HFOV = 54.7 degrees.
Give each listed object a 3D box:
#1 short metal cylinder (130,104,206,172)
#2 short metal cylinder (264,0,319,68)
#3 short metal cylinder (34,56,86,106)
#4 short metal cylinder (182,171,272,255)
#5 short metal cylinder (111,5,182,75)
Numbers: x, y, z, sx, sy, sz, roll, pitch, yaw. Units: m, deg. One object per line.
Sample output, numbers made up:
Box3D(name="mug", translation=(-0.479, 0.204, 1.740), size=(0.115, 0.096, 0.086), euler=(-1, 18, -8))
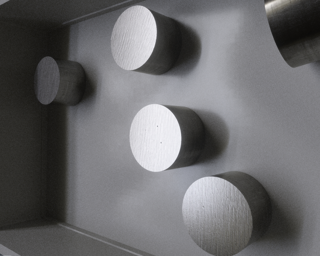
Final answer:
Box3D(name="short metal cylinder", translation=(0.009, 0.012, 0.384), size=(0.080, 0.050, 0.080), euler=(0, 90, 40))
Box3D(name="short metal cylinder", translation=(0.130, -0.097, 0.264), size=(0.050, 0.081, 0.080), euler=(-14, 81, 39))
Box3D(name="short metal cylinder", translation=(-0.173, -0.079, 0.534), size=(0.080, 0.050, 0.080), euler=(0, 90, 40))
Box3D(name="short metal cylinder", translation=(0.071, 0.089, 0.332), size=(0.080, 0.050, 0.080), euler=(0, 90, 40))
Box3D(name="short metal cylinder", translation=(-0.018, -0.112, 0.406), size=(0.080, 0.050, 0.080), euler=(0, 90, 40))
